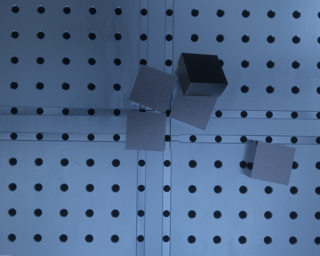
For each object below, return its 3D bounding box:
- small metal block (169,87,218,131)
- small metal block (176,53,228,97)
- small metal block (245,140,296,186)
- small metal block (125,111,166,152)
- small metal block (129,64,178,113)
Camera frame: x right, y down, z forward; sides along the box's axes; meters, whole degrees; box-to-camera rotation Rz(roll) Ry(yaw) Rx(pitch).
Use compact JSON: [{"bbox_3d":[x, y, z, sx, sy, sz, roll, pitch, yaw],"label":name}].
[{"bbox_3d":[0.044,-0.029,0.414,0.050,0.025,0.050,21,90,-1],"label":"small metal block"},{"bbox_3d":[0.053,-0.068,0.396,0.050,0.025,0.050,0,57,-18],"label":"small metal block"},{"bbox_3d":[0.148,0.046,0.415,0.050,0.025,0.050,11,90,-1],"label":"small metal block"},{"bbox_3d":[-0.018,0.004,0.413,0.050,0.025,0.050,4,90,-1],"label":"small metal block"},{"bbox_3d":[-0.009,-0.051,0.413,0.050,0.025,0.050,20,90,-1],"label":"small metal block"}]
